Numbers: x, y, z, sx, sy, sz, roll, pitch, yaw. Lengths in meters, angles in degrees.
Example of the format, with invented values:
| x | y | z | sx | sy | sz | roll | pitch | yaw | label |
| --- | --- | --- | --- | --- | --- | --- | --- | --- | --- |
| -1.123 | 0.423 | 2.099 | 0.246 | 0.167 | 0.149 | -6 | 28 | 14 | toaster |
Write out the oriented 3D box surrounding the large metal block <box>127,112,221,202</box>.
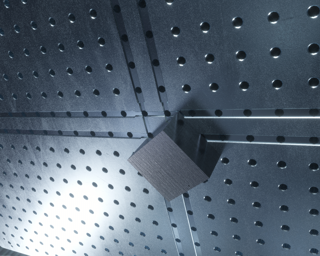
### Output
| x | y | z | sx | sy | sz | roll | pitch | yaw | label |
| --- | --- | --- | --- | --- | --- | --- | --- | --- | --- |
| 0.018 | 0.039 | 0.410 | 0.080 | 0.050 | 0.080 | 46 | 129 | -4 | large metal block |
